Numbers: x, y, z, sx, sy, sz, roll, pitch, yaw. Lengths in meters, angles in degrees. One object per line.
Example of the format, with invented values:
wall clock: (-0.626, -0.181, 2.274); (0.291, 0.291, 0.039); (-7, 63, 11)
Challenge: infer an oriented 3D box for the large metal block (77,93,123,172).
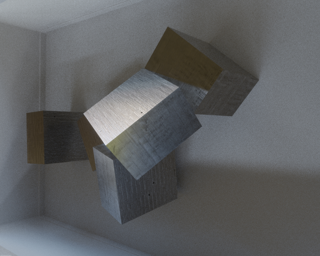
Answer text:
large metal block: (-0.065, 0.007, 0.442); (0.080, 0.050, 0.080); (-34, 69, 34)

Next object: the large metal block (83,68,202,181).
large metal block: (-0.020, -0.008, 0.309); (0.080, 0.050, 0.080); (-39, 34, -7)

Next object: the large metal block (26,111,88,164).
large metal block: (-0.165, 0.015, 0.504); (0.050, 0.081, 0.080); (-3, 88, 40)

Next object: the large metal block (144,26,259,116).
large metal block: (0.045, -0.058, 0.332); (0.080, 0.081, 0.050); (47, 118, 29)

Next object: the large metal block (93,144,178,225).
large metal block: (-0.028, 0.055, 0.373); (0.050, 0.081, 0.079); (21, 121, 51)
